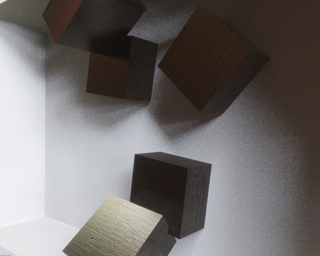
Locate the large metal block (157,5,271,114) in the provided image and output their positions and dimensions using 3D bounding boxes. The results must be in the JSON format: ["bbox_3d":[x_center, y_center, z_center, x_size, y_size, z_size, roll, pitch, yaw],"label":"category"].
[{"bbox_3d":[0.057,-0.073,0.342,0.080,0.050,0.080,51,120,27],"label":"large metal block"}]

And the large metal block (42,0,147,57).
[{"bbox_3d":[-0.078,-0.138,0.368,0.080,0.081,0.050,-44,63,30],"label":"large metal block"}]

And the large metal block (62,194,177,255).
[{"bbox_3d":[-0.042,0.129,0.339,0.080,0.080,0.050,11,137,38],"label":"large metal block"}]

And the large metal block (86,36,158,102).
[{"bbox_3d":[-0.054,-0.083,0.433,0.080,0.050,0.079,13,98,39],"label":"large metal block"}]

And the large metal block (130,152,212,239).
[{"bbox_3d":[0.011,0.077,0.380,0.080,0.050,0.079,10,96,39],"label":"large metal block"}]
